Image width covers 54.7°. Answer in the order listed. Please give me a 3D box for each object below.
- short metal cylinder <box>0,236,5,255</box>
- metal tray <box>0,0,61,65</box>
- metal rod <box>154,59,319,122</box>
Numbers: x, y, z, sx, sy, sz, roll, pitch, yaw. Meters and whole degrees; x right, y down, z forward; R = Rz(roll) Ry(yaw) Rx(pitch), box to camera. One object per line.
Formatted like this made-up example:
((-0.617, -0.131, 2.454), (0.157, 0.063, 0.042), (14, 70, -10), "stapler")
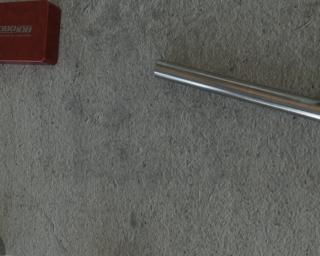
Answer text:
((-0.301, 0.207, 0.499), (0.080, 0.050, 0.079), (0, 90, 19), "short metal cylinder")
((-0.220, -0.146, 0.482), (0.130, 0.030, 0.089), (5, 92, 19), "metal tray")
((0.134, -0.034, 0.361), (0.301, 0.025, 0.025), (18, 96, 18), "metal rod")
